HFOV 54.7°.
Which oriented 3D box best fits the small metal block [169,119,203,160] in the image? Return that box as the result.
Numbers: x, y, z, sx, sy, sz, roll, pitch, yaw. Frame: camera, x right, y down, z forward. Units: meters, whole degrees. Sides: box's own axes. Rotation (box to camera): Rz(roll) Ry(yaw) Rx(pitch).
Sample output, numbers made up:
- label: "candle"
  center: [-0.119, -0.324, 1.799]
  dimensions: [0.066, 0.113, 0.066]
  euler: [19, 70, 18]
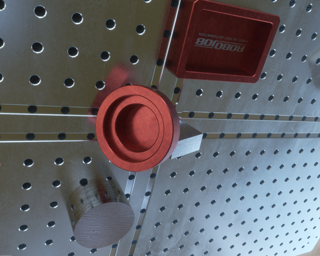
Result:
- label: "small metal block"
  center: [0.019, 0.012, 0.405]
  dimensions: [0.050, 0.050, 0.025]
  euler: [-14, 126, -38]

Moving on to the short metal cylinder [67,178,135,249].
- label: "short metal cylinder"
  center: [-0.081, 0.115, 0.422]
  dimensions: [0.081, 0.050, 0.079]
  euler: [-14, 124, -21]

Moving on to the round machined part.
- label: "round machined part"
  center: [-0.022, -0.001, 0.363]
  dimensions: [0.097, 0.098, 0.042]
  euler: [-61, 162, 15]

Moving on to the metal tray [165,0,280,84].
- label: "metal tray"
  center: [0.079, -0.105, 0.385]
  dimensions: [0.131, 0.030, 0.089]
  euler: [-1, 119, -28]
